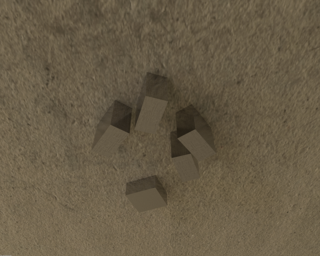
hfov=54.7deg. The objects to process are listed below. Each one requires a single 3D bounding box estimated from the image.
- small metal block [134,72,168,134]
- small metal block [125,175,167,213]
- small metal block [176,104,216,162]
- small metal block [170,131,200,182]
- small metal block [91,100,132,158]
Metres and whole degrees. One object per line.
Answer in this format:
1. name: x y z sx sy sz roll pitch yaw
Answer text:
1. small metal block: -0.011 -0.029 0.366 0.025 0.050 0.050 13 129 -11
2. small metal block: -0.021 0.107 0.498 0.050 0.025 0.050 -18 128 14
3. small metal block: 0.045 0.006 0.397 0.025 0.050 0.050 -29 125 22
4. small metal block: 0.034 0.037 0.423 0.025 0.050 0.050 -14 129 11
5. small metal block: -0.060 0.001 0.391 0.025 0.050 0.050 27 125 -21
